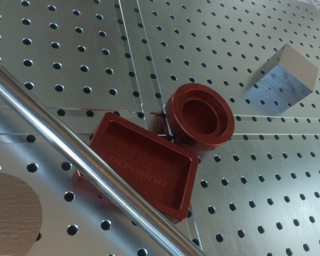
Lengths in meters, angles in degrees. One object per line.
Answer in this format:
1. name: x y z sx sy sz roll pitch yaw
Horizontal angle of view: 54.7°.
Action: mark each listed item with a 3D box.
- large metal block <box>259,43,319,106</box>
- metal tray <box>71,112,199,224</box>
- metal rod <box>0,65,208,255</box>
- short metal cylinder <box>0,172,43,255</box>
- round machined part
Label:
1. large metal block: 0.247 -0.102 0.591 0.080 0.050 0.080 37 51 -4
2. metal tray: -0.023 0.048 0.364 0.131 0.030 0.090 27 52 -12
3. metal rod: -0.057 0.048 0.309 0.300 0.025 0.025 43 51 0
4. short metal cylinder: -0.146 0.084 0.263 0.081 0.050 0.080 14 56 -21
5. round machined part: 0.052 -0.011 0.434 0.099 0.042 0.098 14 56 -21
